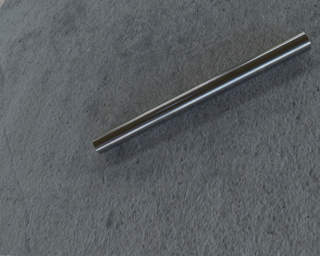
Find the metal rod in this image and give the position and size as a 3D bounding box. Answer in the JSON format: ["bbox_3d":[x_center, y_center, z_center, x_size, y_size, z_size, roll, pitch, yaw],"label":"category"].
[{"bbox_3d":[0.045,-0.040,0.405,0.300,0.025,0.025,-26,53,11],"label":"metal rod"}]
